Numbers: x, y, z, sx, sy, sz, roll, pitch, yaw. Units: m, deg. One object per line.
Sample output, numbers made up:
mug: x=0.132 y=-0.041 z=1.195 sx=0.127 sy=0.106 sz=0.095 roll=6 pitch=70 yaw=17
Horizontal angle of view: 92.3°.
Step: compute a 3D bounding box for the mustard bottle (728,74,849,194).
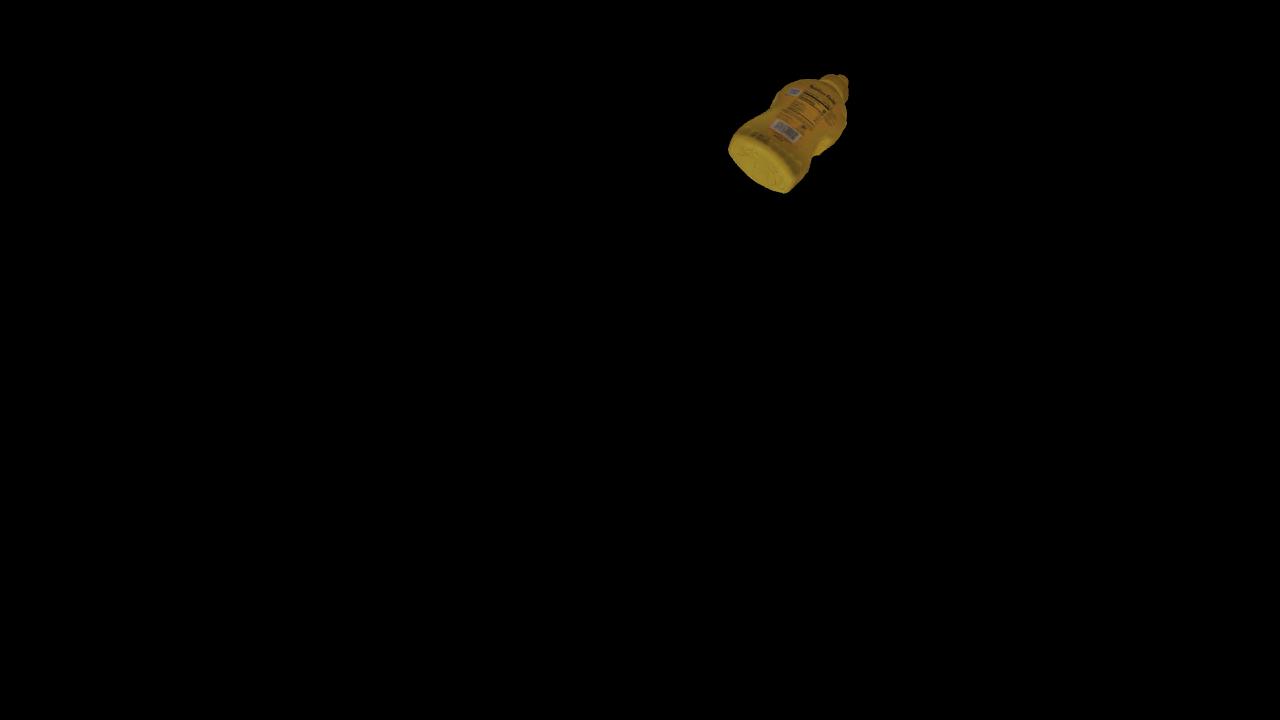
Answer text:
mustard bottle: x=0.190 y=-0.278 z=0.715 sx=0.092 sy=0.184 sz=0.054 roll=37 pitch=-22 yaw=14
